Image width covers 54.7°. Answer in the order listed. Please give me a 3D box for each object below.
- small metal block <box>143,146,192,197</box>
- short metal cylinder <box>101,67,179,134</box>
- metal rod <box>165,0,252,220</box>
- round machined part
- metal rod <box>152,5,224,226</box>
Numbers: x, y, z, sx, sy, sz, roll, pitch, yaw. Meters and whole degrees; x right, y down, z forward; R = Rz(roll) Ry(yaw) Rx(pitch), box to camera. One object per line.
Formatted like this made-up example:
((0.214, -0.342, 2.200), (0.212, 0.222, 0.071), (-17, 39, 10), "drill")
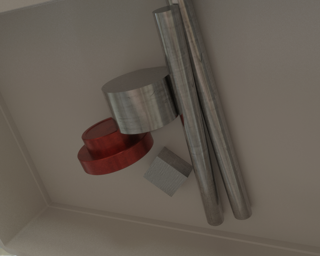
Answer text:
((0.011, 0.063, 0.440), (0.050, 0.025, 0.050), (35, 129, 4), "small metal block")
((-0.022, -0.034, 0.362), (0.080, 0.080, 0.050), (-1, 118, 28), "short metal cylinder")
((0.063, -0.014, 0.365), (0.025, 0.025, 0.298), (-7, 115, 31), "metal rod")
((-0.062, 0.016, 0.402), (0.098, 0.098, 0.042), (-7, 115, 31), "round machined part")
((0.043, 0.009, 0.371), (0.025, 0.025, 0.298), (1, 125, 27), "metal rod")
